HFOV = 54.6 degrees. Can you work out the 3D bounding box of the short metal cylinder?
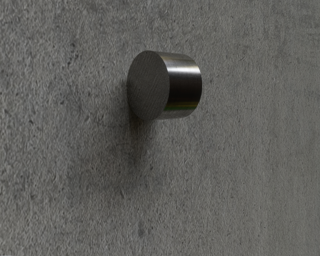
[{"bbox_3d":[0.004,-0.050,0.371,0.050,0.080,0.080,-6,94,-40],"label":"short metal cylinder"}]
